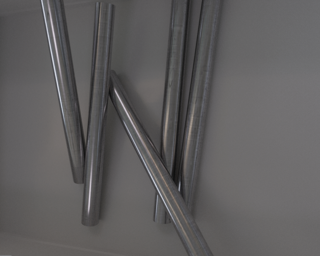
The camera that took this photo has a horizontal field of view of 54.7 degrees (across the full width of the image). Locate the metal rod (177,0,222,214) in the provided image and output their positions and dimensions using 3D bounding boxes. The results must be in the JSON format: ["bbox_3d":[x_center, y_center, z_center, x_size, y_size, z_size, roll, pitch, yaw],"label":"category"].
[{"bbox_3d":[0.047,-0.026,0.393,0.025,0.025,0.298,9,93,20],"label":"metal rod"}]

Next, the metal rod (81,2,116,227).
[{"bbox_3d":[-0.085,-0.010,0.417,0.025,0.025,0.298,10,102,19],"label":"metal rod"}]

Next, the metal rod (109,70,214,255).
[{"bbox_3d":[-0.006,0.049,0.385,0.025,0.025,0.299,-35,69,16],"label":"metal rod"}]

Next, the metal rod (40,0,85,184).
[{"bbox_3d":[-0.118,-0.059,0.387,0.025,0.025,0.298,8,118,20],"label":"metal rod"}]

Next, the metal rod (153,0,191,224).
[{"bbox_3d":[0.016,-0.026,0.404,0.025,0.025,0.298,6,92,20],"label":"metal rod"}]
